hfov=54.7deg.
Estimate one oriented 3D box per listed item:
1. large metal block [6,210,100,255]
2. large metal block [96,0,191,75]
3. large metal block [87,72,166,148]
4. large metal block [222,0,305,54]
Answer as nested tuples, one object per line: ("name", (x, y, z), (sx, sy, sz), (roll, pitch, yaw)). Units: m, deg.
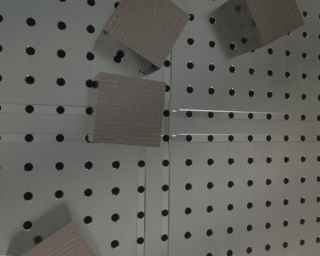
("large metal block", (-0.117, 0.156, 0.357), (0.080, 0.050, 0.080), (-33, 101, -17))
("large metal block", (-0.022, -0.126, 0.392), (0.080, 0.050, 0.080), (32, 80, -18))
("large metal block", (-0.042, -0.020, 0.384), (0.081, 0.050, 0.080), (6, 88, -20))
("large metal block", (0.152, -0.168, 0.457), (0.080, 0.050, 0.080), (-30, 100, -18))
